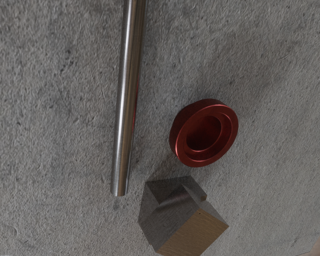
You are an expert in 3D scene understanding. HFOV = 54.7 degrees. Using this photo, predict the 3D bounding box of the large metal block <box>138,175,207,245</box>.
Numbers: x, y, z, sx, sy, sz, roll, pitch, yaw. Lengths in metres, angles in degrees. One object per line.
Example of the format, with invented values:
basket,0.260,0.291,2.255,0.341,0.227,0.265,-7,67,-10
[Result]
large metal block,0.017,0.125,0.480,0.081,0.050,0.079,-4,120,-27

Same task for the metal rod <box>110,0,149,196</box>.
metal rod,-0.037,-0.043,0.360,0.025,0.025,0.298,-6,121,-26

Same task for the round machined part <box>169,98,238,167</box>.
round machined part,0.056,0.003,0.430,0.099,0.042,0.097,-14,125,-21

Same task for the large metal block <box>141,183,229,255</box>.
large metal block,0.035,0.135,0.431,0.080,0.050,0.080,-47,129,4
